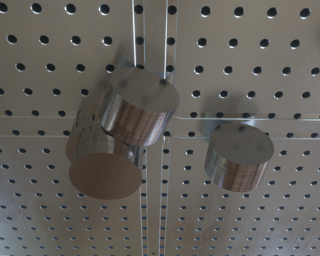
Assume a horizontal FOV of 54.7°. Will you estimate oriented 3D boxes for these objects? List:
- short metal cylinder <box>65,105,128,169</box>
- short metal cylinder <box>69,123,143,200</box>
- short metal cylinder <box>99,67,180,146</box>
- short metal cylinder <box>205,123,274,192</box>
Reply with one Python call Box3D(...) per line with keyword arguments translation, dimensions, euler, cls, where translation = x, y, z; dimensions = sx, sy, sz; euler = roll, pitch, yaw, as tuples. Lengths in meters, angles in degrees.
Box3D(translation=(-0.078, 0.017, 0.408), dimensions=(0.081, 0.050, 0.079), euler=(0, 130, 0), cls="short metal cylinder")
Box3D(translation=(-0.060, 0.039, 0.362), dimensions=(0.081, 0.050, 0.079), euler=(0, 131, 0), cls="short metal cylinder")
Box3D(translation=(-0.024, -0.026, 0.353), dimensions=(0.081, 0.080, 0.050), euler=(16, 128, -14), cls="short metal cylinder")
Box3D(translation=(0.103, 0.037, 0.409), dimensions=(0.081, 0.080, 0.050), euler=(2, 130, -2), cls="short metal cylinder")
